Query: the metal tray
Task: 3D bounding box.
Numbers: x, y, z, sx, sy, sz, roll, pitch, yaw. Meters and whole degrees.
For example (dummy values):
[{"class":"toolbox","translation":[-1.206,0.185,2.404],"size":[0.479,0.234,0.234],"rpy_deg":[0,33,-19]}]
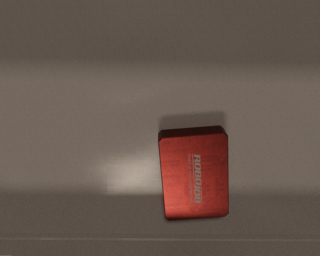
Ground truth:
[{"class":"metal tray","translation":[0.048,0.065,0.433],"size":[0.091,0.030,0.129],"rpy_deg":[-5,110,1]}]
